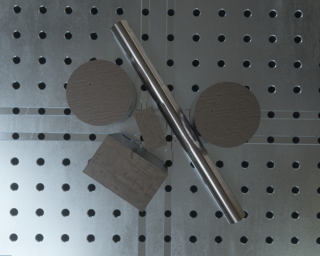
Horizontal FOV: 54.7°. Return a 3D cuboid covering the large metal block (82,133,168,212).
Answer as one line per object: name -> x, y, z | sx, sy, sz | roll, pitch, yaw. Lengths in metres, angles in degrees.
large metal block -> -0.038, 0.050, 0.381 | 0.080, 0.080, 0.050 | 34, 91, 0

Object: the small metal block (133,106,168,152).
small metal block -> -0.012, 0.001, 0.397 | 0.025, 0.050, 0.050 | -21, 90, 0

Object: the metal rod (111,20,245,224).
metal rod -> 0.024, -0.008, 0.410 | 0.025, 0.025, 0.299 | -31, 90, 0

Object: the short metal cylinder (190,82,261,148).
short metal cylinder -> 0.081, -0.016, 0.398 | 0.081, 0.050, 0.079 | 0, 90, 0

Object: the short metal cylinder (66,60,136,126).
short metal cylinder -> -0.073, -0.042, 0.396 | 0.081, 0.050, 0.079 | 0, 90, 0
